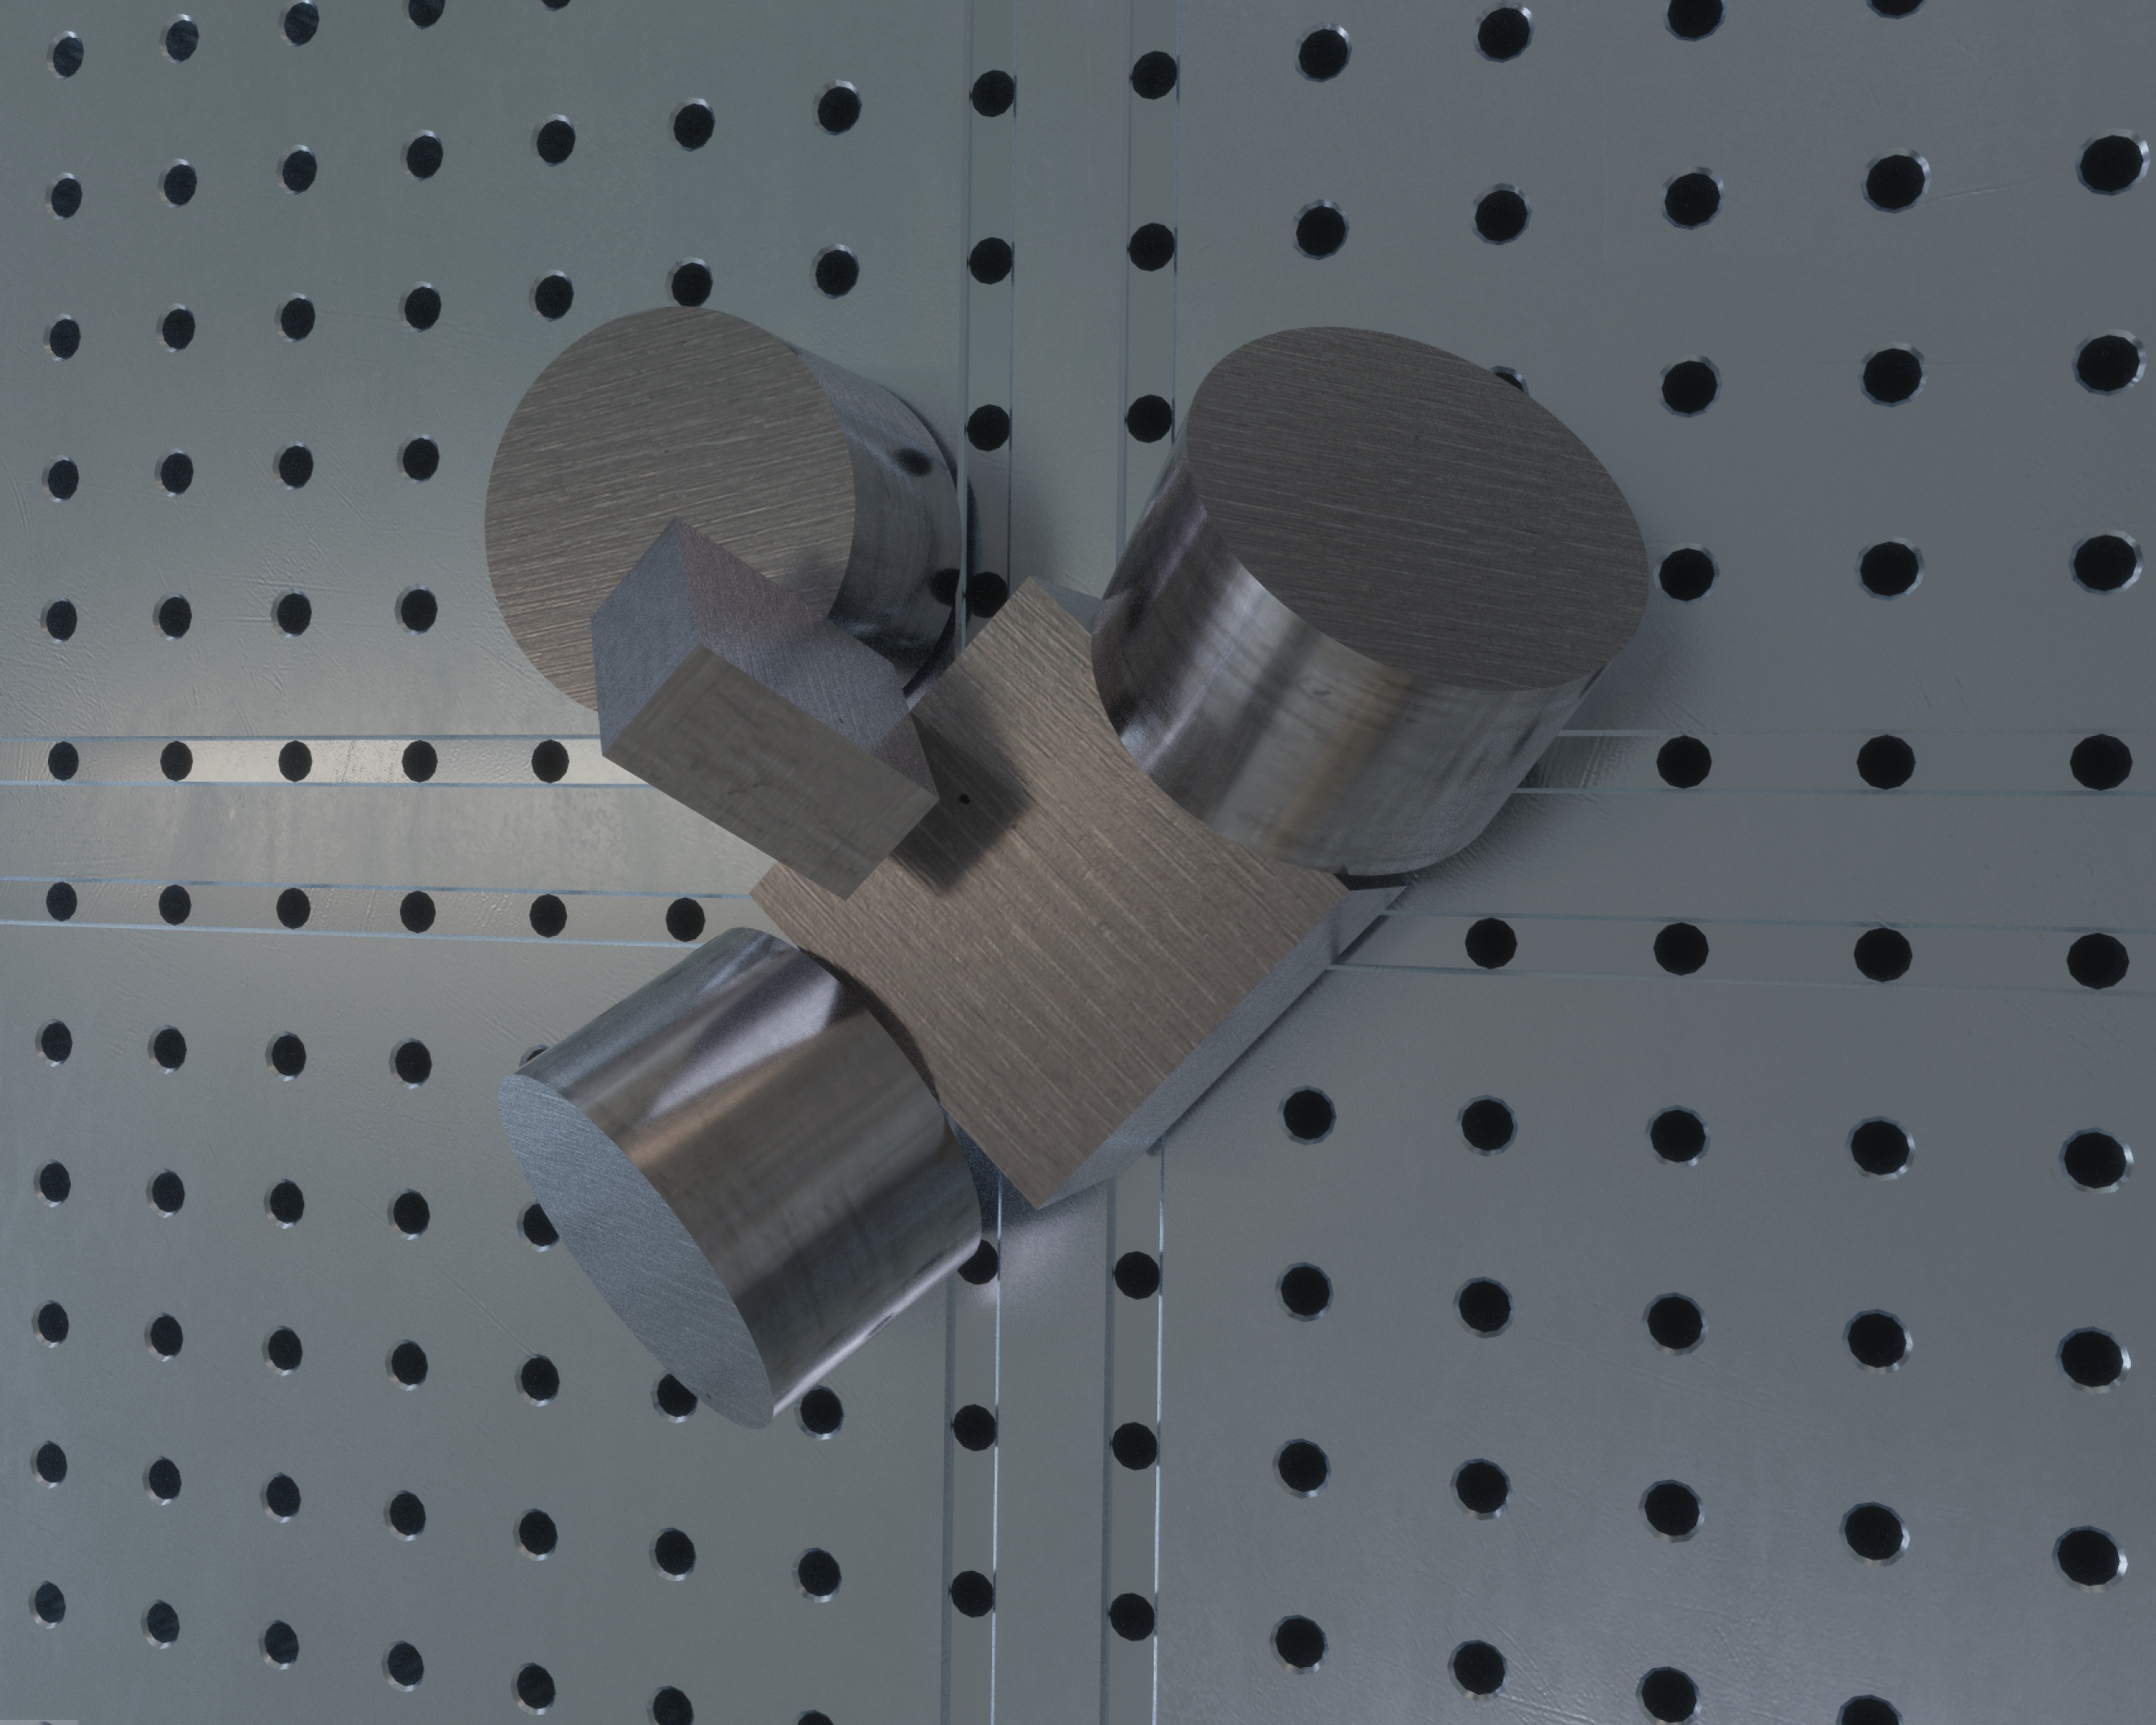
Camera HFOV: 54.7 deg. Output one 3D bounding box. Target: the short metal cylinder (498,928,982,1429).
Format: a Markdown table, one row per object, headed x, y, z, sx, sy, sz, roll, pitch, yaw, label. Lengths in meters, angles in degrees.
| x | y | z | sx | sy | sz | roll | pitch | yaw | label |
| --- | --- | --- | --- | --- | --- | --- | --- | --- | --- |
| -0.064 | 0.059 | 0.396 | 0.080 | 0.050 | 0.080 | 35 | 145 | 29 | short metal cylinder |

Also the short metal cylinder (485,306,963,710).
| x | y | z | sx | sy | sz | roll | pitch | yaw | label |
| --- | --- | --- | --- | --- | --- | --- | --- | --- | --- |
| -0.070 | -0.066 | 0.420 | 0.080 | 0.050 | 0.079 | 0 | 90 | 20 | short metal cylinder |

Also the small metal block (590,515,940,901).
| x | y | z | sx | sy | sz | roll | pitch | yaw | label |
| --- | --- | --- | --- | --- | --- | --- | --- | --- | --- |
| -0.055 | -0.027 | 0.362 | 0.025 | 0.050 | 0.050 | -47 | 32 | 16 | small metal block |

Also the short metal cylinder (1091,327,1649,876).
| x | y | z | sx | sy | sz | roll | pitch | yaw | label |
| --- | --- | --- | --- | --- | --- | --- | --- | --- | --- |
| 0.048 | -0.045 | 0.355 | 0.080 | 0.081 | 0.050 | 45 | 142 | 14 | short metal cylinder |

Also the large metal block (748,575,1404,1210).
| x | y | z | sx | sy | sz | roll | pitch | yaw | label |
| --- | --- | --- | --- | --- | --- | --- | --- | --- | --- |
| 0.001 | 0.005 | 0.393 | 0.080 | 0.050 | 0.080 | 46 | 104 | 14 | large metal block |
